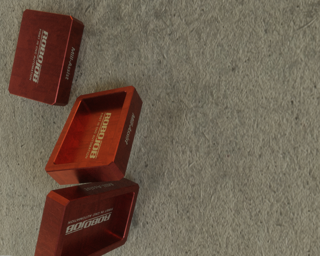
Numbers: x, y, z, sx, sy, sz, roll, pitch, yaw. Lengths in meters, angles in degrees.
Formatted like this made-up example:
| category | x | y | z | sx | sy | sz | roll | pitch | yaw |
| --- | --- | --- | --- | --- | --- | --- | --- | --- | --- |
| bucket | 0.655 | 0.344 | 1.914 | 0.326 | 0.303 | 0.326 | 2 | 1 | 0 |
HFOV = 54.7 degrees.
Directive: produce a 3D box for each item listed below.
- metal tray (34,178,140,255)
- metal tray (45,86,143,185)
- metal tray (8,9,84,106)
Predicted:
| category | x | y | z | sx | sy | sz | roll | pitch | yaw |
| --- | --- | --- | --- | --- | --- | --- | --- | --- | --- |
| metal tray | -0.083 | 0.114 | 0.379 | 0.030 | 0.131 | 0.089 | 18 | 98 | 30 |
| metal tray | -0.079 | 0.006 | 0.392 | 0.090 | 0.030 | 0.130 | -8 | 46 | 19 |
| metal tray | -0.172 | -0.105 | 0.467 | 0.090 | 0.030 | 0.129 | 15 | 95 | 19 |
